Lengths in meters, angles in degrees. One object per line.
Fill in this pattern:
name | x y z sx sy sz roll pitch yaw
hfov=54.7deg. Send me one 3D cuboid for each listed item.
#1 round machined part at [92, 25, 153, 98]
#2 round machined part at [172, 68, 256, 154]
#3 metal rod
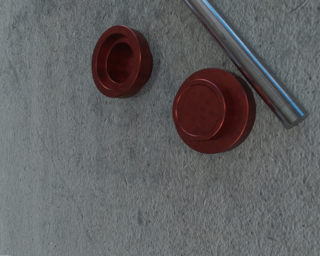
round machined part | -0.049 -0.090 0.434 0.098 0.042 0.097 0 90 40
round machined part | 0.053 -0.019 0.350 0.098 0.042 0.097 0 90 40
metal rod | 0.060 -0.124 0.354 0.025 0.025 0.299 -46 63 30
